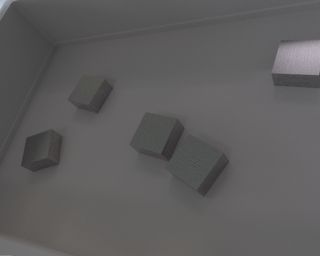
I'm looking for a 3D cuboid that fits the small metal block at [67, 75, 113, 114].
[{"bbox_3d":[-0.112,-0.055,0.499,0.050,0.025,0.050,16,70,34],"label":"small metal block"}]

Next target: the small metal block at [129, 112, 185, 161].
[{"bbox_3d":[-0.004,0.011,0.401,0.050,0.025,0.050,13,68,33],"label":"small metal block"}]

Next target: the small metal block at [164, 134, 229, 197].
[{"bbox_3d":[0.042,0.042,0.358,0.050,0.025,0.050,31,78,37],"label":"small metal block"}]

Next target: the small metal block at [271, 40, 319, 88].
[{"bbox_3d":[0.165,-0.076,0.366,0.050,0.025,0.050,9,66,32],"label":"small metal block"}]

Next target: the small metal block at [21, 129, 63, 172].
[{"bbox_3d":[-0.182,0.035,0.480,0.050,0.025,0.050,-17,55,18],"label":"small metal block"}]
